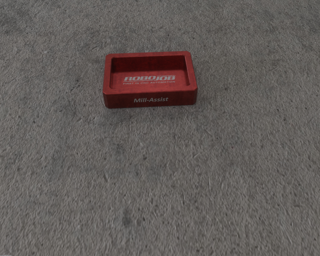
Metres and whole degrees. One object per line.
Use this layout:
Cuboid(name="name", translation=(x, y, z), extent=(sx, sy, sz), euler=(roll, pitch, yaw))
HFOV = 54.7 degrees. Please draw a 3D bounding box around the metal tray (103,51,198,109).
Cuboid(name="metal tray", translation=(-0.015, -0.074, 0.461), extent=(0.131, 0.030, 0.090), euler=(-3, 50, -3))
